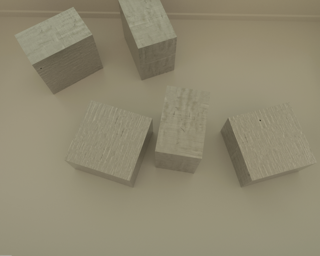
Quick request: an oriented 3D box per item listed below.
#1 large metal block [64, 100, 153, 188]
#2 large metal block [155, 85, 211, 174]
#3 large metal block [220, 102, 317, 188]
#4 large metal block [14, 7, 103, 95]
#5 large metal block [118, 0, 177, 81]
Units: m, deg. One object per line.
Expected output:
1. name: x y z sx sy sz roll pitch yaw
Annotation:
1. large metal block: -0.060 0.021 0.388 0.080 0.050 0.080 17 71 6
2. large metal block: 0.026 0.005 0.379 0.050 0.080 0.080 9 70 3
3. large metal block: 0.132 0.022 0.390 0.081 0.050 0.080 -14 71 -6
4. large metal block: -0.130 -0.101 0.416 0.080 0.080 0.050 -31 73 -11
5. large metal block: -0.017 -0.125 0.426 0.050 0.080 0.080 -19 71 -7
